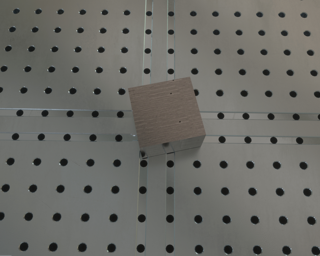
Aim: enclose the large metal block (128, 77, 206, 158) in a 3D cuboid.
[{"bbox_3d":[0.007,-0.013,0.402,0.080,0.050,0.080,-11,71,-4],"label":"large metal block"}]
